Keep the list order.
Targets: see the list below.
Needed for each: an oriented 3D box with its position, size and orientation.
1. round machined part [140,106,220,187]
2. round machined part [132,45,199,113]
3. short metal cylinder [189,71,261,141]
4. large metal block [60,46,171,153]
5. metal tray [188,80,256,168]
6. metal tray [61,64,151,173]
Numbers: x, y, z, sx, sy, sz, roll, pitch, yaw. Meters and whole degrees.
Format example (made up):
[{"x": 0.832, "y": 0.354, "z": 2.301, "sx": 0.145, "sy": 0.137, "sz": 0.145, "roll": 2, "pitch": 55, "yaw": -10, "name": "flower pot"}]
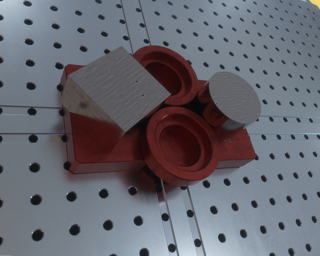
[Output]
[{"x": 0.021, "y": 0.025, "z": 0.381, "sx": 0.099, "sy": 0.042, "sz": 0.098, "roll": 14, "pitch": 56, "yaw": -21, "name": "round machined part"}, {"x": 0.000, "y": -0.061, "z": 0.423, "sx": 0.099, "sy": 0.042, "sz": 0.098, "roll": 14, "pitch": 56, "yaw": -21, "name": "round machined part"}, {"x": 0.087, "y": -0.029, "z": 0.417, "sx": 0.081, "sy": 0.050, "sz": 0.080, "roll": 14, "pitch": 56, "yaw": -21, "name": "short metal cylinder"}, {"x": -0.049, "y": -0.033, "z": 0.347, "sx": 0.080, "sy": 0.050, "sz": 0.080, "roll": 45, "pitch": 51, "yaw": 3, "name": "large metal block"}, {"x": 0.076, "y": -0.008, "z": 0.448, "sx": 0.091, "sy": 0.030, "sz": 0.130, "roll": 1, "pitch": 61, "yaw": -28, "name": "metal tray"}, {"x": -0.067, "y": -0.013, "z": 0.376, "sx": 0.091, "sy": 0.030, "sz": 0.130, "roll": 1, "pitch": 61, "yaw": -29, "name": "metal tray"}]
